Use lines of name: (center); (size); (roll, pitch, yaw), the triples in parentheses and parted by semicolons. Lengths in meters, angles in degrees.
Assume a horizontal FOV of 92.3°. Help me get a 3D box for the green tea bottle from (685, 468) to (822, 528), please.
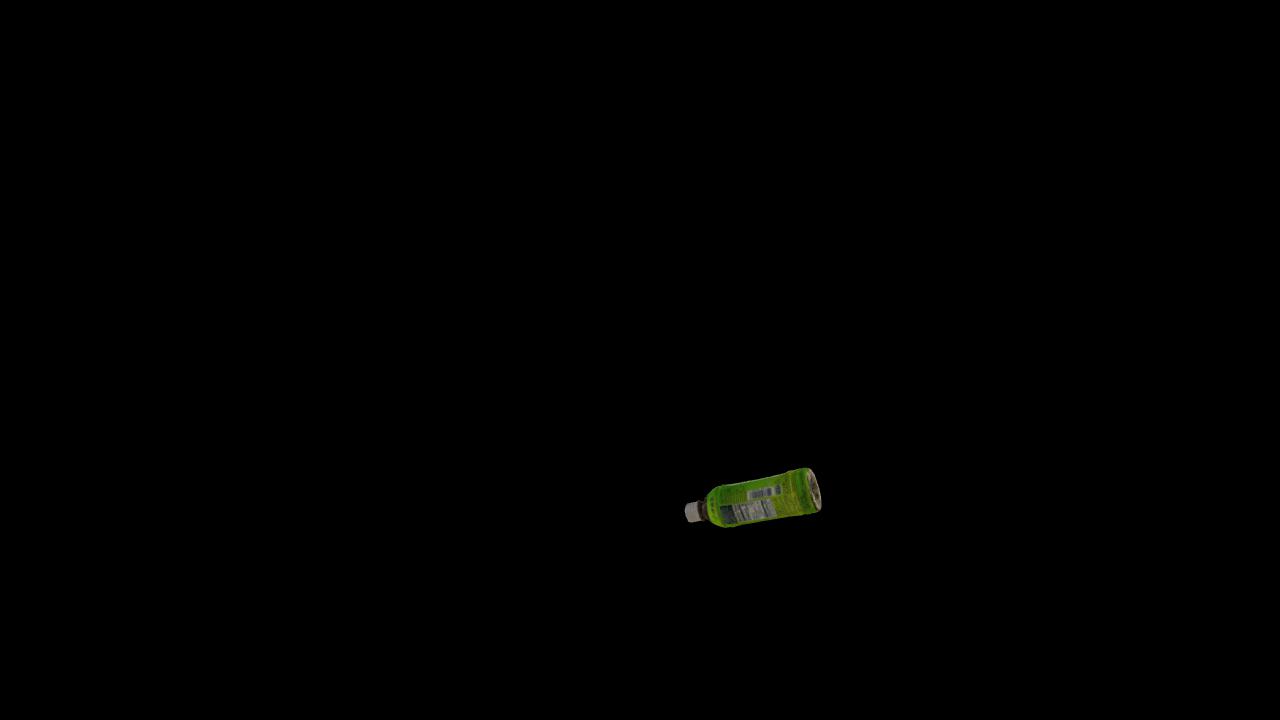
green tea bottle: (0.171, 0.222, 0.965); (0.212, 0.073, 0.073); (-15, -6, 22)
